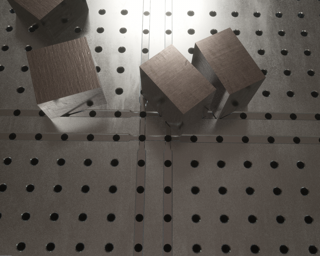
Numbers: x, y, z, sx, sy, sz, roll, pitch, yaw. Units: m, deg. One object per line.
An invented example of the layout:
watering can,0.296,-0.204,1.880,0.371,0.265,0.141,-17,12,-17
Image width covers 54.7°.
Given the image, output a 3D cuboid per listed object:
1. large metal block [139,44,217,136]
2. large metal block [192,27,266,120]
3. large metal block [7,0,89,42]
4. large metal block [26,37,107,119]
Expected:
large metal block,0.020,-0.046,0.400,0.050,0.080,0.080,-38,75,-13
large metal block,0.084,-0.069,0.409,0.050,0.080,0.080,-26,72,-9
large metal block,-0.170,-0.192,0.467,0.080,0.050,0.080,38,74,12
large metal block,-0.125,-0.067,0.422,0.081,0.050,0.080,-17,71,-7
